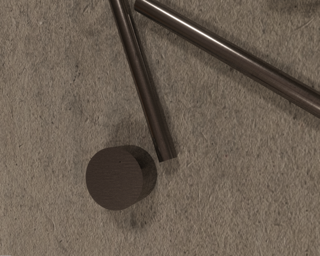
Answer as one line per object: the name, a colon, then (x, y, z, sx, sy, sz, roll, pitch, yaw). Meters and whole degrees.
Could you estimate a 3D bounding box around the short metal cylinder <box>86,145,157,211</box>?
short metal cylinder: (-0.050, 0.064, 0.412, 0.080, 0.050, 0.079, 0, 90, 19)

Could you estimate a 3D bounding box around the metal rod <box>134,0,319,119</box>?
metal rod: (0.092, -0.086, 0.376, 0.300, 0.025, 0.025, 35, 101, 16)

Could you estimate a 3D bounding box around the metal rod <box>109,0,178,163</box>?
metal rod: (-0.034, -0.100, 0.419, 0.025, 0.025, 0.299, -20, 84, 18)
